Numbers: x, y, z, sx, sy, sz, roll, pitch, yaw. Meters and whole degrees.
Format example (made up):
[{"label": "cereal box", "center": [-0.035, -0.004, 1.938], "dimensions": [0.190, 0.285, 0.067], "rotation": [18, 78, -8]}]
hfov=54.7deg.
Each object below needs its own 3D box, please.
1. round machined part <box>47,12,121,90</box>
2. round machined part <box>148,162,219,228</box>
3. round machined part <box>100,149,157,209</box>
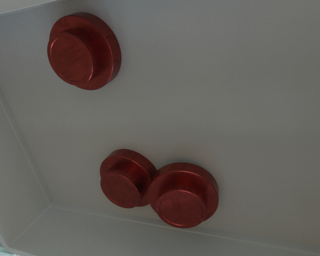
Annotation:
[{"label": "round machined part", "center": [-0.102, -0.093, 0.394], "dimensions": [0.098, 0.042, 0.097], "rotation": [13, 124, 21]}, {"label": "round machined part", "center": [0.031, 0.099, 0.427], "dimensions": [0.098, 0.042, 0.097], "rotation": [4, 119, 8]}, {"label": "round machined part", "center": [-0.052, 0.084, 0.477], "dimensions": [0.098, 0.042, 0.097], "rotation": [13, 124, 21]}]
